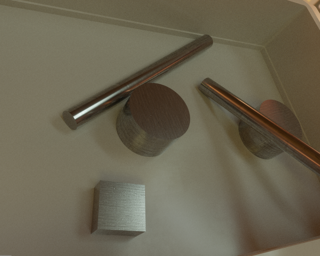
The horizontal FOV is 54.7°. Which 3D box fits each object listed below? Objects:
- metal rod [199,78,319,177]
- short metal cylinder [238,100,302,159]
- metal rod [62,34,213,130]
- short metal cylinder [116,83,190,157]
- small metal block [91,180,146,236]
[{"bbox_3d":[0.165,0.016,0.410,0.025,0.025,0.300,-20,48,-36],"label":"metal rod"},{"bbox_3d":[0.171,0.003,0.483,0.081,0.050,0.080,14,56,-21],"label":"short metal cylinder"},{"bbox_3d":[-0.011,-0.080,0.450,0.025,0.025,0.302,48,51,5],"label":"metal rod"},{"bbox_3d":[-0.009,-0.010,0.392,0.081,0.050,0.080,14,56,-21],"label":"short metal cylinder"},{"bbox_3d":[-0.044,0.086,0.331,0.050,0.025,0.050,11,57,-23],"label":"small metal block"}]
